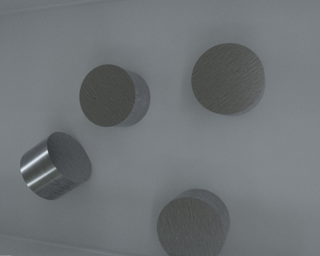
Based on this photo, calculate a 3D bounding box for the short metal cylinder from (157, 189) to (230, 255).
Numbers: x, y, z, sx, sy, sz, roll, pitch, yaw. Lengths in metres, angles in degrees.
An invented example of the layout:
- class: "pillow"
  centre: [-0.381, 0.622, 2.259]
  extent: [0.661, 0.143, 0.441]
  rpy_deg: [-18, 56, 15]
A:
- class: "short metal cylinder"
  centre: [0.043, 0.120, 0.382]
  extent: [0.080, 0.050, 0.079]
  rpy_deg: [0, 90, 19]

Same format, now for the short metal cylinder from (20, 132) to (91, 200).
- class: "short metal cylinder"
  centre: [-0.142, 0.052, 0.430]
  extent: [0.050, 0.080, 0.080]
  rpy_deg: [-33, 80, 17]

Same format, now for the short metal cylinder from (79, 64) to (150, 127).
- class: "short metal cylinder"
  centre: [-0.060, -0.041, 0.417]
  extent: [0.080, 0.050, 0.079]
  rpy_deg: [0, 90, 19]

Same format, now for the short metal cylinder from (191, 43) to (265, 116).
- class: "short metal cylinder"
  centre: [0.083, -0.055, 0.368]
  extent: [0.080, 0.050, 0.079]
  rpy_deg: [0, 90, 19]
